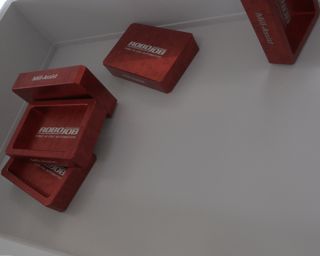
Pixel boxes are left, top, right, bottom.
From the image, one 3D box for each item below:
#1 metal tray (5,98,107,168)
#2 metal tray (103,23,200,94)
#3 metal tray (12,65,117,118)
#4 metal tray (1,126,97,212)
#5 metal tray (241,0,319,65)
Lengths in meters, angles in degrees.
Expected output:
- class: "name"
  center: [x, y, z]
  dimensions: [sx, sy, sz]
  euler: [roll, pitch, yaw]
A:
- class: "metal tray"
  center: [-0.147, 0.005, 0.437]
  dimensions: [0.130, 0.030, 0.090]
  euler: [1, 61, 28]
- class: "metal tray"
  center: [-0.017, -0.112, 0.480]
  dimensions: [0.130, 0.030, 0.090]
  euler: [24, 74, 36]
- class: "metal tray"
  center: [-0.143, -0.049, 0.468]
  dimensions: [0.130, 0.090, 0.030]
  euler: [-1, 60, 27]
- class: "metal tray"
  center: [-0.166, 0.055, 0.455]
  dimensions: [0.130, 0.030, 0.090]
  euler: [18, 71, 35]
- class: "metal tray"
  center: [0.139, -0.147, 0.353]
  dimensions: [0.030, 0.130, 0.090]
  euler: [18, 71, 44]
